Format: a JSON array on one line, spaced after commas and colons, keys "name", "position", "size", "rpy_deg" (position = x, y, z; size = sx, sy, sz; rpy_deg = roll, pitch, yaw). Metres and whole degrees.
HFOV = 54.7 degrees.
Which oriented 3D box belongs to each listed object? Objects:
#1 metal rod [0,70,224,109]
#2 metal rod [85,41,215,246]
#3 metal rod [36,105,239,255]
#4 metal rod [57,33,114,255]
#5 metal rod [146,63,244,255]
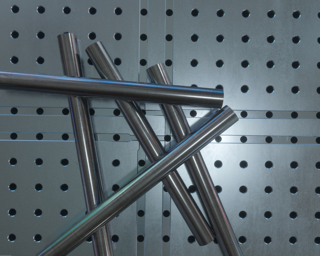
[{"name": "metal rod", "position": [-0.073, -0.049, 0.388], "size": [0.302, 0.025, 0.025], "rpy_deg": [5, 90, -1]}, {"name": "metal rod", "position": [-0.013, 0.021, 0.413], "size": [0.025, 0.025, 0.299], "rpy_deg": [-30, 90, 0]}, {"name": "metal rod", "position": [-0.028, 0.073, 0.388], "size": [0.300, 0.025, 0.025], "rpy_deg": [-38, 90, -1]}, {"name": "metal rod", "position": [-0.099, 0.025, 0.411], "size": [0.025, 0.025, 0.298], "rpy_deg": [-10, 90, 0]}, {"name": "metal rod", "position": [0.051, 0.056, 0.414], "size": [0.025, 0.025, 0.299], "rpy_deg": [-23, 90, 0]}]
